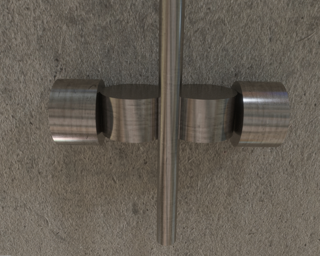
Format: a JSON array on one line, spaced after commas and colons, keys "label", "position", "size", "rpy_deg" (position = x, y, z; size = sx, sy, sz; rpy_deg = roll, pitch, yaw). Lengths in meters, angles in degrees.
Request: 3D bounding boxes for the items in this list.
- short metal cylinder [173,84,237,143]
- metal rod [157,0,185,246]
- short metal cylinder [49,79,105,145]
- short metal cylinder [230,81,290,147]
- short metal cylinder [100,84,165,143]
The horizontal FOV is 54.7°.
[{"label": "short metal cylinder", "position": [0.050, -0.020, 0.374], "size": [0.081, 0.080, 0.050], "rpy_deg": [1, 110, -1]}, {"label": "metal rod", "position": [0.010, 0.003, 0.347], "size": [0.025, 0.025, 0.298], "rpy_deg": [1, 110, -1]}, {"label": "short metal cylinder", "position": [-0.095, -0.019, 0.374], "size": [0.050, 0.080, 0.079], "rpy_deg": [1, 110, -1]}, {"label": "short metal cylinder", "position": [0.116, -0.017, 0.377], "size": [0.050, 0.080, 0.079], "rpy_deg": [1, 110, -1]}, {"label": "short metal cylinder", "position": [-0.030, -0.021, 0.374], "size": [0.081, 0.080, 0.050], "rpy_deg": [1, 110, -1]}]
